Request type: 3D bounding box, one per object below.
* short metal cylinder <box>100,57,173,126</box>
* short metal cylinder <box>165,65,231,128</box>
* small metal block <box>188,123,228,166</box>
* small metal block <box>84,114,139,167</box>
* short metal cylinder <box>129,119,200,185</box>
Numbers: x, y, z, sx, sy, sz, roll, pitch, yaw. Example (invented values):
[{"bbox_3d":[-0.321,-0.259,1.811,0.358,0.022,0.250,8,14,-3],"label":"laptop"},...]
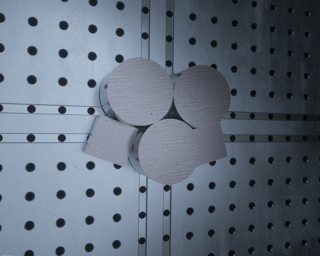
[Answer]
[{"bbox_3d":[-0.030,-0.043,0.384,0.081,0.050,0.079,0,90,-20],"label":"short metal cylinder"},{"bbox_3d":[0.046,-0.040,0.412,0.081,0.050,0.079,0,90,-20],"label":"short metal cylinder"},{"bbox_3d":[0.061,0.022,0.432,0.050,0.025,0.050,-15,95,-20],"label":"small metal block"},{"bbox_3d":[-0.061,0.016,0.386,0.050,0.025,0.050,22,83,-19],"label":"small metal block"},{"bbox_3d":[0.004,0.028,0.397,0.081,0.050,0.079,0,90,-20],"label":"short metal cylinder"}]
